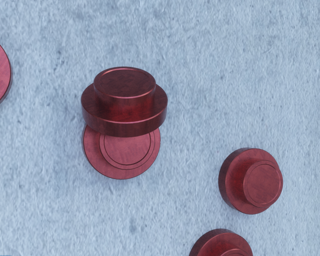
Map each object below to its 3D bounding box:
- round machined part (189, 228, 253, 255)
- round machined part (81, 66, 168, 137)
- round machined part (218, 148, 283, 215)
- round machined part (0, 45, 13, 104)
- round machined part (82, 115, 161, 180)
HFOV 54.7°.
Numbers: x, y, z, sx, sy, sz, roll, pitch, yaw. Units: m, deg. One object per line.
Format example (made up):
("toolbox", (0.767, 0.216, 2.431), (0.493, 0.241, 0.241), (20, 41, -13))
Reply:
("round machined part", (0.092, 0.197, 0.436), (0.099, 0.042, 0.097), (0, 90, -21))
("round machined part", (-0.040, -0.036, 0.354), (0.099, 0.098, 0.042), (-12, 132, -20))
("round machined part", (0.139, 0.078, 0.453), (0.099, 0.042, 0.097), (0, 90, -21))
("round machined part", (-0.210, -0.060, 0.322), (0.099, 0.042, 0.097), (0, 90, -21))
("round machined part", (-0.045, 0.016, 0.384), (0.099, 0.042, 0.097), (0, 90, -21))
